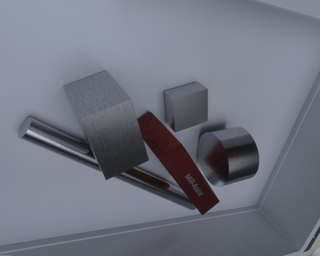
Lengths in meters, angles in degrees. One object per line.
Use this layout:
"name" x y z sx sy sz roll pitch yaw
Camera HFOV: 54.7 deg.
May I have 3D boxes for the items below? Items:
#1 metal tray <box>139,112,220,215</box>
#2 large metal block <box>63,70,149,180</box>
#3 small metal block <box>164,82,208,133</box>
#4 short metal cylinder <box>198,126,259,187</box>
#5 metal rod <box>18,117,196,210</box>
"metal tray" 0.022 0.048 0.407 0.030 0.090 0.130 -38 130 -4
"large metal block" -0.059 -0.005 0.337 0.050 0.080 0.080 -24 128 -14
"small metal block" 0.035 -0.028 0.409 0.050 0.025 0.050 -19 126 -18
"short metal cylinder" 0.097 0.041 0.452 0.050 0.080 0.079 -11 123 -22
"metal rod" -0.044 0.062 0.422 0.301 0.025 0.025 32 100 -39
